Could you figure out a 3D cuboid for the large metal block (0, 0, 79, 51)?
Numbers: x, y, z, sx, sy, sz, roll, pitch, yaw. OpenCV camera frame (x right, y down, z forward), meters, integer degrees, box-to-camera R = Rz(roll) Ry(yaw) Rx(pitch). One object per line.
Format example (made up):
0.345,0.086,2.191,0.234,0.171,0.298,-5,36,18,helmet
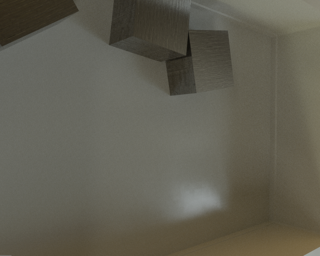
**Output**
-0.136,-0.121,0.276,0.080,0.050,0.080,-42,115,-32,large metal block

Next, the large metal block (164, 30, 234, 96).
0.055,-0.092,0.436,0.081,0.050,0.079,-14,99,-39,large metal block

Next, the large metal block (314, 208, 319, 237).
0.422,0.238,0.727,0.050,0.080,0.080,-48,119,-29,large metal block

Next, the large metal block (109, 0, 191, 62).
-0.011,-0.134,0.381,0.081,0.050,0.080,9,85,-39,large metal block
